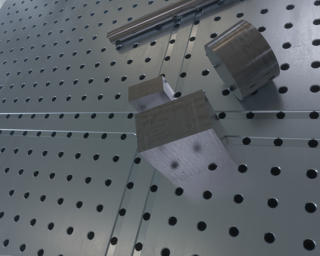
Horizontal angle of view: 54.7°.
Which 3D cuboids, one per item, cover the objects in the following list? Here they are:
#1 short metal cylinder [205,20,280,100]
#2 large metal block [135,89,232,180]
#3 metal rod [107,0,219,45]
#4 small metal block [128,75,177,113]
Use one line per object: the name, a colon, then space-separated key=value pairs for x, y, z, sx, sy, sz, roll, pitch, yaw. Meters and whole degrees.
short metal cylinder: x=0.097 y=-0.080 z=0.371 sx=0.050 sy=0.080 sz=0.080 roll=-34 pitch=51 yaw=6
large metal block: x=0.028 y=0.011 z=0.351 sx=0.080 sy=0.080 sz=0.050 roll=-20 pitch=54 yaw=16
metal rod: x=0.049 y=-0.203 z=0.506 sx=0.301 sy=0.025 sz=0.025 roll=-17 pitch=55 yaw=18
small metal block: x=-0.008 y=-0.039 z=0.421 sx=0.050 sy=0.050 sz=0.025 roll=-16 pitch=55 yaw=19
